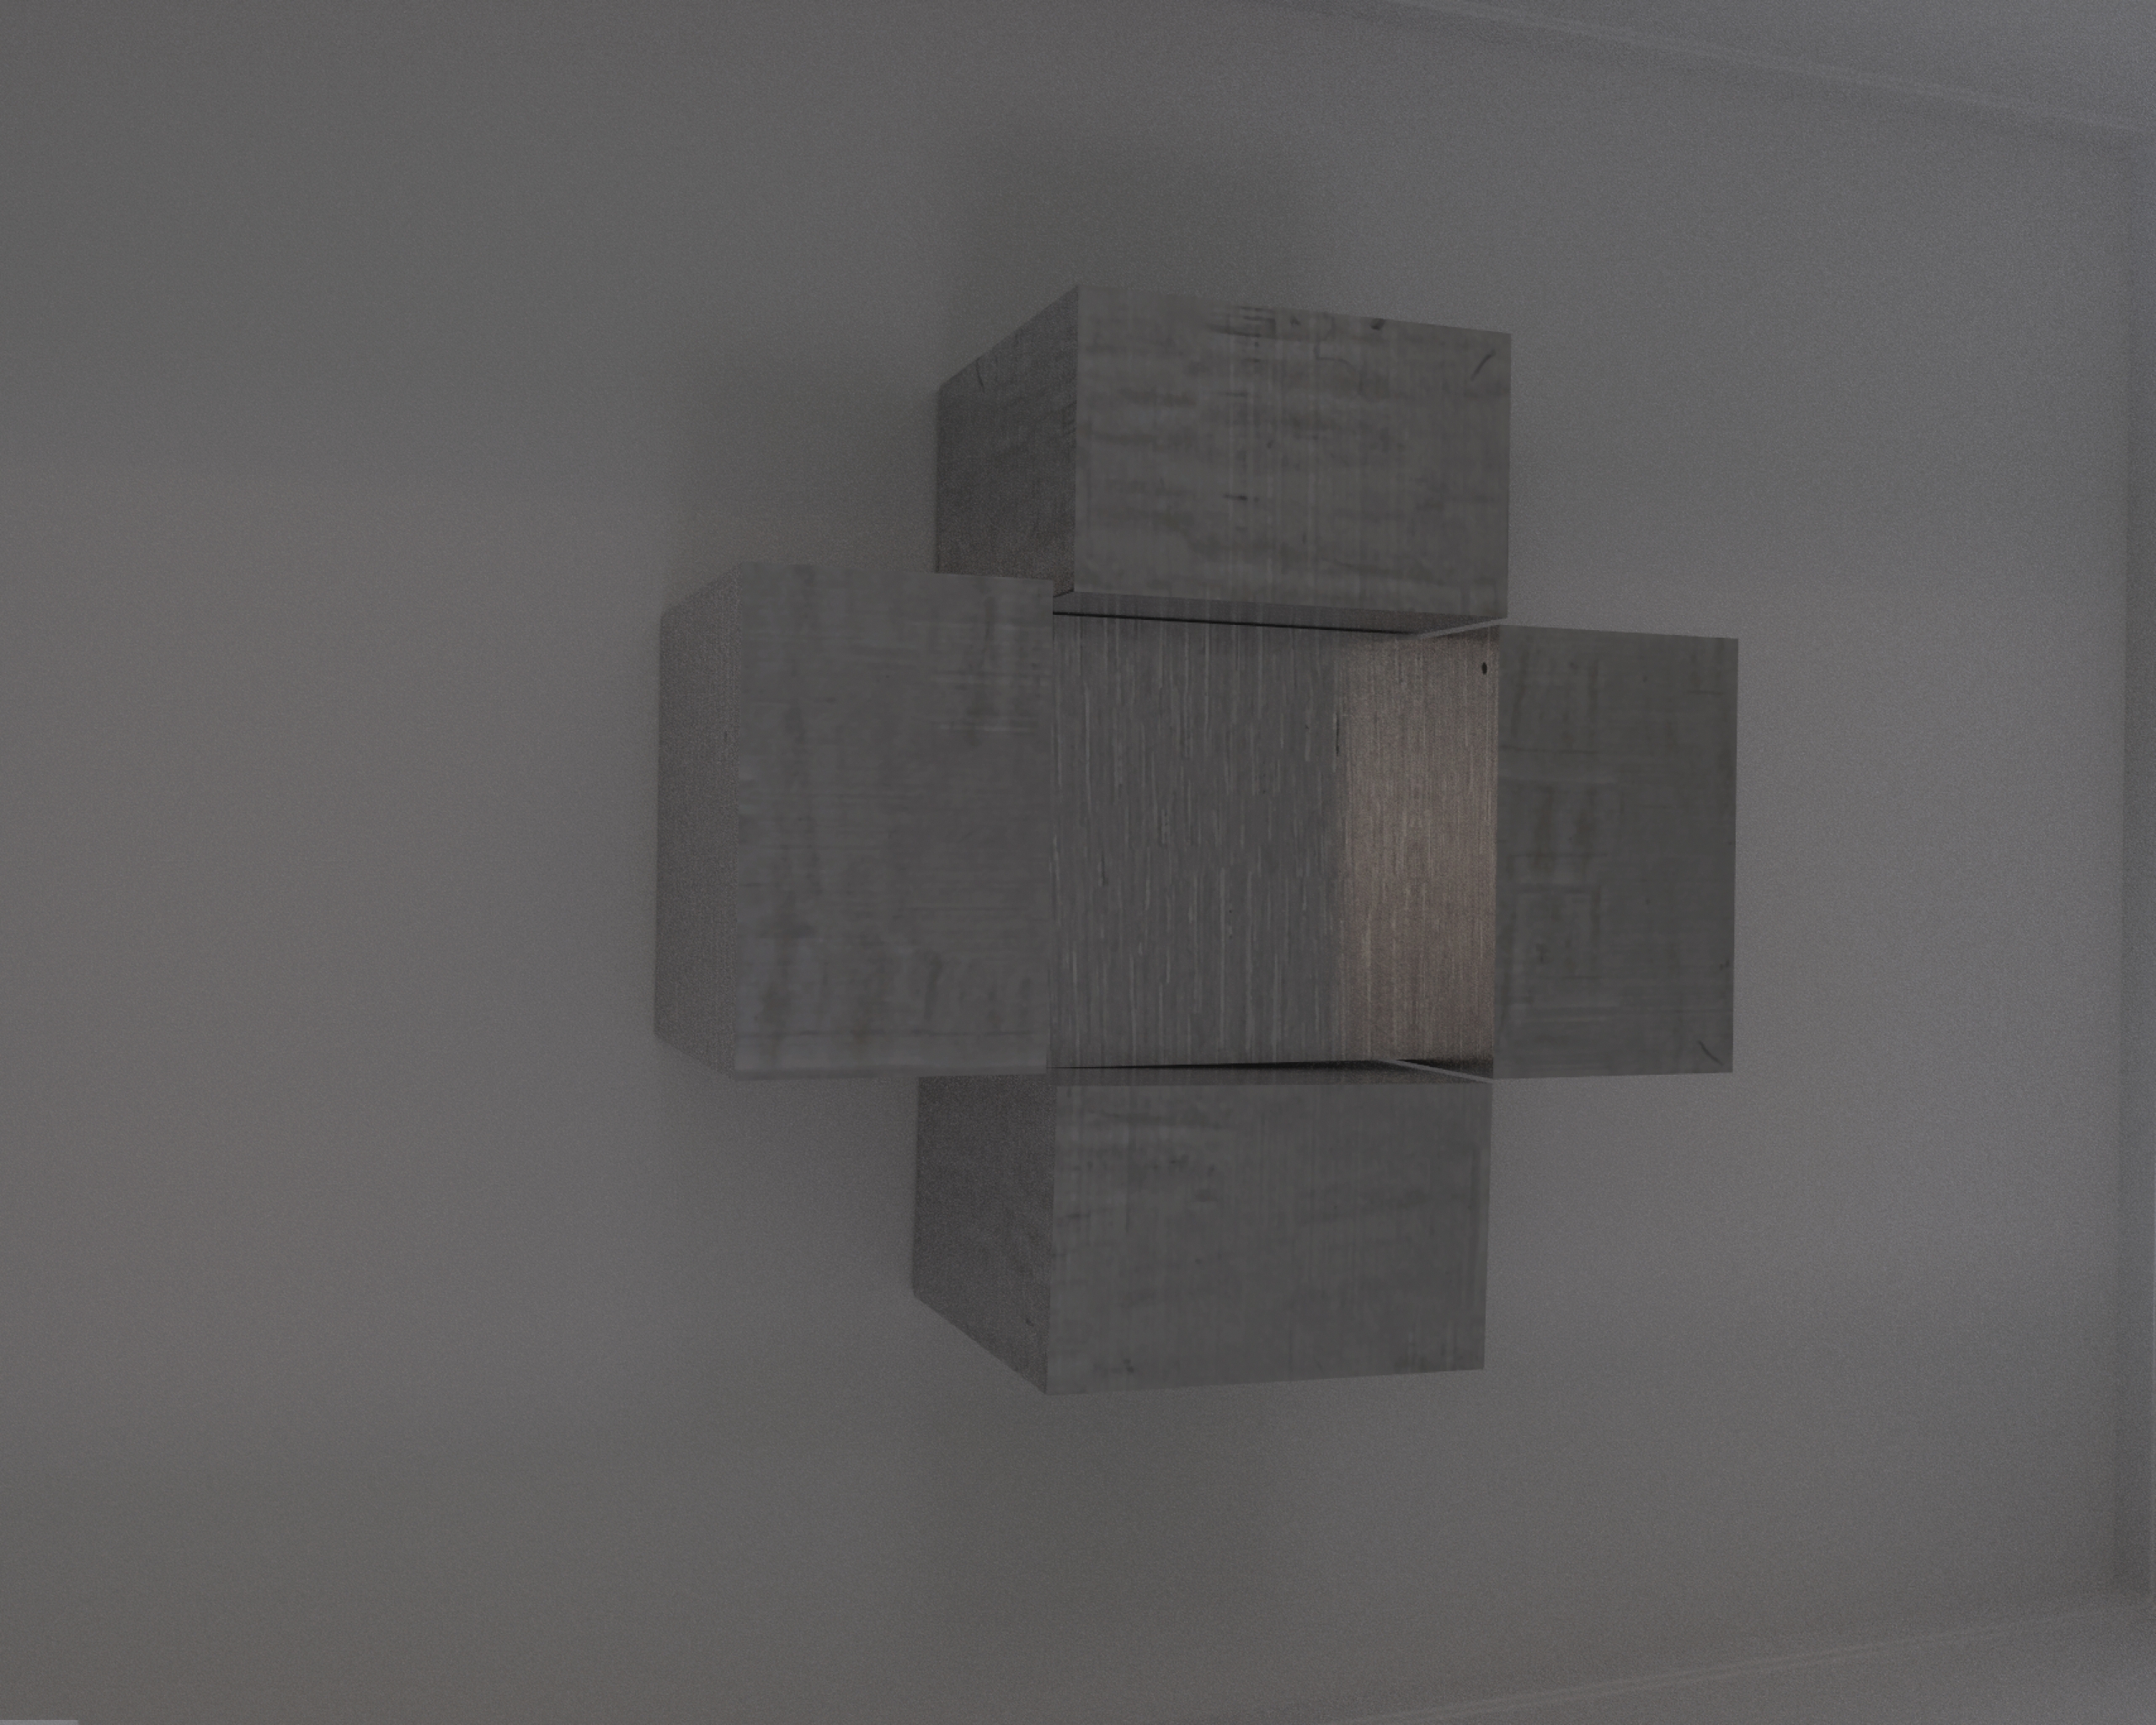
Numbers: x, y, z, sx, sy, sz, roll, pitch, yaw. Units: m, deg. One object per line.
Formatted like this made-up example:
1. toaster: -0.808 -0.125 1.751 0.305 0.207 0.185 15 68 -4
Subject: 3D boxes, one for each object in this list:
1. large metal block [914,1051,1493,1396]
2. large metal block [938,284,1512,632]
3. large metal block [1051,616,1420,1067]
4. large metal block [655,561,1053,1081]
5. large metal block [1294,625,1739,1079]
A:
1. large metal block: 0.020 0.062 0.387 0.081 0.080 0.050 2 90 -20
2. large metal block: 0.024 -0.068 0.388 0.081 0.080 0.050 1 90 -20
3. large metal block: 0.017 -0.004 0.401 0.081 0.050 0.080 1 90 -20
4. large metal block: -0.042 -0.006 0.365 0.050 0.080 0.080 1 90 -20
5. large metal block: 0.083 -0.002 0.411 0.050 0.080 0.080 1 90 -20
